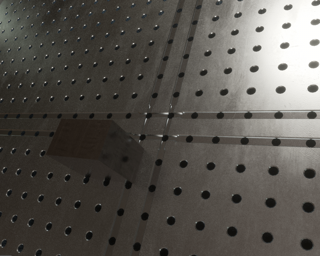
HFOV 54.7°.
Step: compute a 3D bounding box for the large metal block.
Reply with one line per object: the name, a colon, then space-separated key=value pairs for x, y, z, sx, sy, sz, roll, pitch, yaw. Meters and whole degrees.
large metal block: x=-0.079 y=0.030 z=0.394 sx=0.080 sy=0.080 sz=0.050 roll=2 pitch=63 yaw=29
